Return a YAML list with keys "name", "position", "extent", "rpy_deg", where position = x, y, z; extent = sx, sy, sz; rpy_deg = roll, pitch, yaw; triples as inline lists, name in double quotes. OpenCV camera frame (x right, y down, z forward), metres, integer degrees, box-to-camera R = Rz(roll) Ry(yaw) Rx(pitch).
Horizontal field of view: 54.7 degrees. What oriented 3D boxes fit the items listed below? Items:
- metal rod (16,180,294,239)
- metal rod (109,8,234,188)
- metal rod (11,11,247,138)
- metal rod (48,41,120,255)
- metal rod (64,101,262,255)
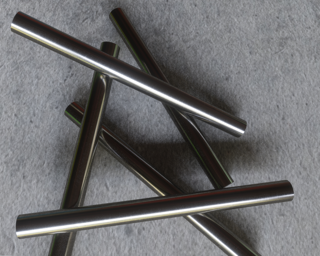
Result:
- name: "metal rod"
  position: [0.002, 0.089, 0.345]
  extent: [0.302, 0.025, 0.025]
  rpy_deg: [-6, 70, -7]
- name: "metal rod"
  position: [0.007, -0.050, 0.426]
  extent: [0.025, 0.025, 0.299]
  rpy_deg: [-28, 73, -10]
- name: "metal rod"
  position: [-0.027, -0.059, 0.379]
  extent: [0.302, 0.025, 0.025]
  rpy_deg: [24, 71, -12]
- name: "metal rod"
  position: [-0.092, 0.037, 0.372]
  extent: [0.025, 0.025, 0.299]
  rpy_deg: [10, 78, 3]
- name: "metal rod"
  position: [-0.004, 0.066, 0.384]
  extent: [0.300, 0.025, 0.025]
  rpy_deg: [39, 74, 12]
